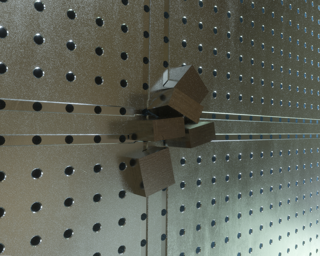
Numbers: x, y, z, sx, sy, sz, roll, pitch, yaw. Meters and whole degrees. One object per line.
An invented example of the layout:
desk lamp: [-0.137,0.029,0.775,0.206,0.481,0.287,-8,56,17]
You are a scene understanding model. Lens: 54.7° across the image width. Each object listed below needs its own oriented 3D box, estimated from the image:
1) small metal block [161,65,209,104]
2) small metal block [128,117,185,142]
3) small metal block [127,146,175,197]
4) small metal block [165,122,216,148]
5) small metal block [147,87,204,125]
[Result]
small metal block: [0.037,-0.054,0.442,0.050,0.025,0.050,-53,121,-27]
small metal block: [-0.004,0.000,0.391,0.050,0.050,0.025,-8,96,-40]
small metal block: [-0.011,0.055,0.402,0.050,0.025,0.050,-17,101,-39]
small metal block: [0.041,0.008,0.429,0.050,0.050,0.025,-16,101,-39]
small metal block: [0.020,-0.026,0.407,0.050,0.050,0.025,30,71,-27]
